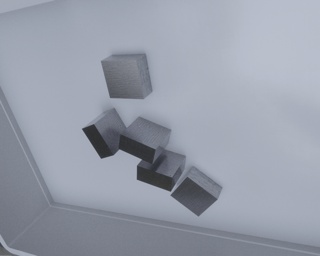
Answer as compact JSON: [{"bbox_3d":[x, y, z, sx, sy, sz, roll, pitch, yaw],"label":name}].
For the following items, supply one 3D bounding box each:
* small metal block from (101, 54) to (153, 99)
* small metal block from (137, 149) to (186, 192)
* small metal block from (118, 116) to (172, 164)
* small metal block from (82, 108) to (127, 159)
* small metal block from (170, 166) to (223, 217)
[{"bbox_3d":[-0.041,-0.065,0.390,0.050,0.025,0.050,4,121,26],"label":"small metal block"},{"bbox_3d":[0.002,0.055,0.425,0.050,0.050,0.025,16,125,19],"label":"small metal block"},{"bbox_3d":[-0.019,0.015,0.412,0.050,0.050,0.025,23,127,14],"label":"small metal block"},{"bbox_3d":[-0.073,0.007,0.436,0.025,0.050,0.050,-18,109,35],"label":"small metal block"},{"bbox_3d":[0.051,0.090,0.437,0.050,0.025,0.050,37,129,3],"label":"small metal block"}]
